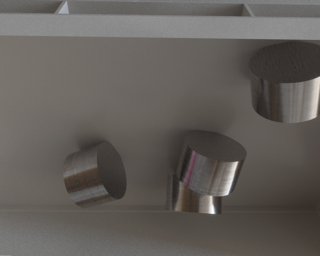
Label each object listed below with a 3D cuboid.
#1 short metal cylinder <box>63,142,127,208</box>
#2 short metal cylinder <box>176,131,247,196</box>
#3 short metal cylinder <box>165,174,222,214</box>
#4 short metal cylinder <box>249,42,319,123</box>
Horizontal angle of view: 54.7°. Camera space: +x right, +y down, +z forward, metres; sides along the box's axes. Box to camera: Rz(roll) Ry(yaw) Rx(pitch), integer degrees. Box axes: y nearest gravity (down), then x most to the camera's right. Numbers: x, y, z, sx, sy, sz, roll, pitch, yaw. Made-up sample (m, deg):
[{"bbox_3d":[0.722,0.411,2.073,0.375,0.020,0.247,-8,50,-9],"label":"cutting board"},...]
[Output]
[{"bbox_3d":[-0.087,0.065,0.427,0.050,0.080,0.080,-18,128,15],"label":"short metal cylinder"},{"bbox_3d":[0.066,0.044,0.404,0.081,0.080,0.050,9,114,-7],"label":"short metal cylinder"},{"bbox_3d":[0.050,0.096,0.450,0.080,0.050,0.080,4,166,1],"label":"short metal cylinder"},{"bbox_3d":[0.138,-0.050,0.331,0.080,0.080,0.050,-11,129,9],"label":"short metal cylinder"}]
